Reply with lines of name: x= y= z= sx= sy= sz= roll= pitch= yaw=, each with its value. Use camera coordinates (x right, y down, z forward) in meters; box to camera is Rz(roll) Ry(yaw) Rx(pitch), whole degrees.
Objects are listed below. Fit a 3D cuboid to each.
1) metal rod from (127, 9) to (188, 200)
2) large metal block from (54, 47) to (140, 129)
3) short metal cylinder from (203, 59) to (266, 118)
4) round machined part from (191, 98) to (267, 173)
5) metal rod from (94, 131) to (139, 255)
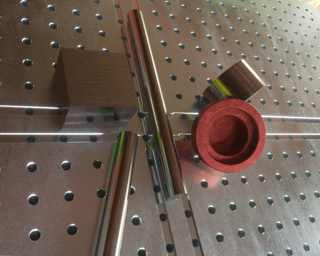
metal rod: x=-0.010 y=-0.049 z=0.434 sx=0.025 sy=0.025 sz=0.299 roll=1 pitch=61 yaw=-28
large metal block: x=-0.079 y=-0.047 z=0.379 sx=0.081 sy=0.050 sz=0.080 roll=-2 pitch=63 yaw=-29
short metal cylinder: x=0.113 y=-0.058 z=0.471 sx=0.081 sy=0.080 sz=0.050 roll=-33 pitch=80 yaw=-38
round machined part: x=0.090 y=0.009 z=0.422 sx=0.099 sy=0.042 sz=0.097 roll=-1 pitch=93 yaw=-10
metal rod: x=-0.053 y=0.134 z=0.298 sx=0.025 sy=0.025 sz=0.300 roll=19 pitch=54 yaw=-18
